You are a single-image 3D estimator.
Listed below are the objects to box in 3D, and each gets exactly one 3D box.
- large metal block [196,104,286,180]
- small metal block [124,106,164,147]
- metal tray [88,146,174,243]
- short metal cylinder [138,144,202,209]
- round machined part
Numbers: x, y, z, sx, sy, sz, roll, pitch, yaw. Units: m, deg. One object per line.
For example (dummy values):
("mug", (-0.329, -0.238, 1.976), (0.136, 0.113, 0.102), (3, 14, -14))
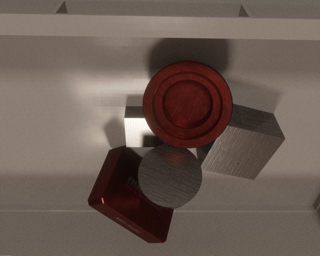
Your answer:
("large metal block", (0.101, 0.018, 0.409), (0.081, 0.050, 0.079), (13, 129, -11))
("small metal block", (-0.019, -0.001, 0.408), (0.050, 0.025, 0.050), (0, 130, -1))
("metal tray", (-0.032, 0.097, 0.445), (0.030, 0.090, 0.130), (-18, 131, 38))
("short metal cylinder", (0.012, 0.066, 0.411), (0.081, 0.080, 0.050), (1, 162, -2))
("round machined part", (0.032, -0.029, 0.358), (0.099, 0.042, 0.097), (2, 106, 7))
